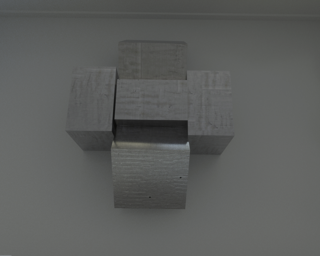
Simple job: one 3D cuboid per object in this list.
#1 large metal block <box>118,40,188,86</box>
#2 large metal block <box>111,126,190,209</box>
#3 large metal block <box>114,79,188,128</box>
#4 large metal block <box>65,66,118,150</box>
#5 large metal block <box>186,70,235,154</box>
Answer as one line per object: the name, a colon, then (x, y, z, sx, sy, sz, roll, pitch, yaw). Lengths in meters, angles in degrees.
large metal block: (-0.008, -0.087, 0.404, 0.080, 0.080, 0.050, 2, 108, 0)
large metal block: (-0.011, 0.045, 0.355, 0.081, 0.079, 0.050, 1, 28, -1)
large metal block: (-0.009, -0.019, 0.386, 0.080, 0.080, 0.050, 1, 70, 0)
large metal block: (-0.077, -0.021, 0.386, 0.050, 0.080, 0.080, 1, 70, 0)
large metal block: (0.056, -0.016, 0.385, 0.050, 0.080, 0.080, 1, 70, 0)
